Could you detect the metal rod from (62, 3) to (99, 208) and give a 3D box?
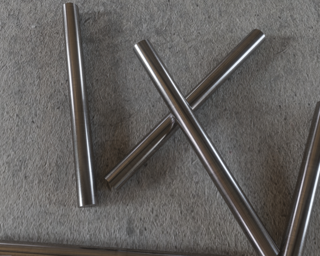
[{"bbox_3d":[-0.111,-0.044,0.423,0.025,0.025,0.299,-9,70,-3],"label":"metal rod"}]

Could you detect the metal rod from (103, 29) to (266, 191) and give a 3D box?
[{"bbox_3d":[0.042,-0.033,0.420,0.025,0.025,0.301,42,75,13],"label":"metal rod"}]

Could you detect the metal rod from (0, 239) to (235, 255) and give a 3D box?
[{"bbox_3d":[-0.065,0.148,0.353,0.302,0.025,0.025,4,70,1],"label":"metal rod"}]

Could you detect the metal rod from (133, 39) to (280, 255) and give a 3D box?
[{"bbox_3d":[0.051,0.019,0.380,0.025,0.025,0.299,-29,80,-10],"label":"metal rod"}]

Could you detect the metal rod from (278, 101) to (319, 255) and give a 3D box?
[{"bbox_3d":[0.170,0.100,0.372,0.025,0.025,0.300,21,71,7],"label":"metal rod"}]
